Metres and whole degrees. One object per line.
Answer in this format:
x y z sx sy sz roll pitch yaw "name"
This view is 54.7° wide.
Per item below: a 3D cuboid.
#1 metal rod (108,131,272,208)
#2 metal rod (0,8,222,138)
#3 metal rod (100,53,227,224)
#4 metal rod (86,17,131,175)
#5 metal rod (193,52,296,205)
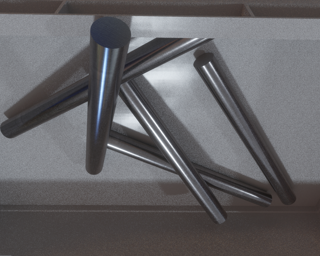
0.045 0.064 0.463 0.302 0.025 0.025 23 126 -19 "metal rod"
-0.076 -0.045 0.339 0.300 0.025 0.025 -21 128 28 "metal rod"
0.016 0.030 0.411 0.025 0.025 0.300 -25 119 19 "metal rod"
-0.064 -0.001 0.326 0.025 0.025 0.299 11 155 -9 "metal rod"
0.129 0.020 0.426 0.025 0.025 0.300 -26 126 20 "metal rod"
